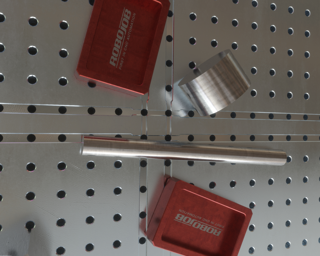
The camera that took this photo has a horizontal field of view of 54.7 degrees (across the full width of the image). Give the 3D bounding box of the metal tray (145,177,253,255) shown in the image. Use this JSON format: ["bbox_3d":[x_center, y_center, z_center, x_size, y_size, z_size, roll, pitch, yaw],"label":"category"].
[{"bbox_3d":[0.057,0.133,0.431,0.131,0.030,0.090,25,82,-18],"label":"metal tray"}]

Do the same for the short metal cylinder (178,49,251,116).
[{"bbox_3d":[0.071,-0.060,0.410,0.080,0.080,0.050,-40,103,-15],"label":"short metal cylinder"}]

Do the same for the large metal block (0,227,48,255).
[{"bbox_3d":[-0.163,0.159,0.324,0.081,0.080,0.050,-28,100,-18],"label":"large metal block"}]

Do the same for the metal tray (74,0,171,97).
[{"bbox_3d":[-0.046,-0.114,0.392,0.091,0.030,0.129,15,85,-20],"label":"metal tray"}]

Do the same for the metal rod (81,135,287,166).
[{"bbox_3d":[0.047,0.033,0.429,0.302,0.025,0.025,5,88,-20],"label":"metal rod"}]
